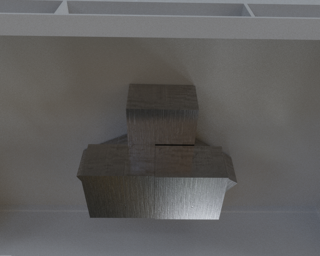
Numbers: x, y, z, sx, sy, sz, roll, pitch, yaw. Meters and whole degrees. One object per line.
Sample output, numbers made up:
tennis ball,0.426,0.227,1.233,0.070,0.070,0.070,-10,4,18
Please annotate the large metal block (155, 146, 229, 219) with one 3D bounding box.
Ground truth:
large metal block,0.034,0.068,0.381,0.081,0.050,0.079,0,130,-1

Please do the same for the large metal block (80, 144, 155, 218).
large metal block,-0.047,0.066,0.381,0.081,0.050,0.079,0,130,-1

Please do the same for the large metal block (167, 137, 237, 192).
large metal block,0.049,0.067,0.446,0.080,0.050,0.080,28,125,-21

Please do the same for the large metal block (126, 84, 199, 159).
large metal block,0.002,-0.006,0.385,0.081,0.050,0.079,1,130,-1

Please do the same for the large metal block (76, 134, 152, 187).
large metal block,-0.057,0.062,0.443,0.080,0.050,0.080,-21,127,16
